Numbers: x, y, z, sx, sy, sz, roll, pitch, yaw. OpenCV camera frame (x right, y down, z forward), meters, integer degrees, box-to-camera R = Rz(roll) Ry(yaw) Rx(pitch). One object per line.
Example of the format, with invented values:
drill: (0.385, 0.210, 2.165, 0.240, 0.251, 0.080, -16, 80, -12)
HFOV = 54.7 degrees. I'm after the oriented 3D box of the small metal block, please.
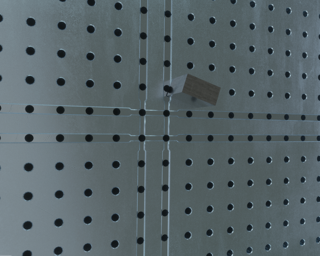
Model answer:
small metal block: (0.045, -0.049, 0.417, 0.050, 0.050, 0.025, 19, 84, -19)
